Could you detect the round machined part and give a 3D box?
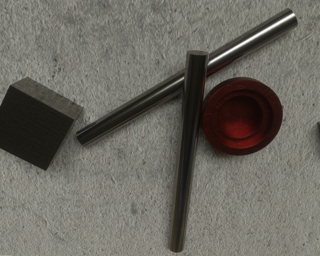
[{"bbox_3d":[0.100,-0.017,0.396,0.099,0.042,0.097,0,110,-1],"label":"round machined part"}]

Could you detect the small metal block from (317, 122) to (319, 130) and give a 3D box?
[{"bbox_3d":[0.249,0.008,0.416,0.050,0.025,0.050,-23,109,7],"label":"small metal block"}]

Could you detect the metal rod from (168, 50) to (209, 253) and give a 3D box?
[{"bbox_3d":[0.034,0.049,0.412,0.025,0.025,0.298,3,116,-2],"label":"metal rod"}]

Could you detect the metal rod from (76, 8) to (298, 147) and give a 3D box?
[{"bbox_3d":[0.026,-0.057,0.388,0.300,0.025,0.025,-29,108,10],"label":"metal rod"}]

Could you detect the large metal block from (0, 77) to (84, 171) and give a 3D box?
[{"bbox_3d":[-0.156,-0.006,0.392,0.080,0.050,0.080,30,107,-11],"label":"large metal block"}]
